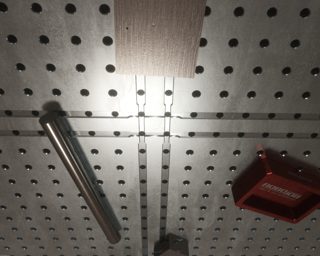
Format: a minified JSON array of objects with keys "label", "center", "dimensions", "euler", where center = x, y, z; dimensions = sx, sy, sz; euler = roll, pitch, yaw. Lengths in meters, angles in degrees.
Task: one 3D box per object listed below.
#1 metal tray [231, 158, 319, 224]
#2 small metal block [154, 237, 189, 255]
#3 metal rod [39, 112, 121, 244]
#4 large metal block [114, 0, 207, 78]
[{"label":"metal tray","center":[0.196,0.106,0.501],"dimensions":[0.131,0.030,0.089],"euler":[20,127,-17]},{"label":"small metal block","center":[0.023,0.251,0.626],"dimensions":[0.050,0.025,0.050],"euler":[30,124,-24]},{"label":"metal rod","center":[-0.115,0.098,0.493],"dimensions":[0.025,0.025,0.298],"euler":[-9,130,7]},{"label":"large metal block","center":[-0.002,-0.099,0.311],"dimensions":[0.081,0.050,0.079],"euler":[3,130,-3]}]
